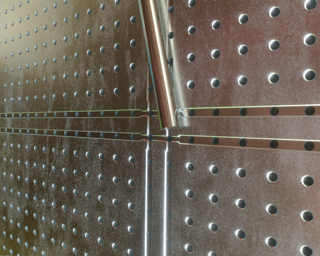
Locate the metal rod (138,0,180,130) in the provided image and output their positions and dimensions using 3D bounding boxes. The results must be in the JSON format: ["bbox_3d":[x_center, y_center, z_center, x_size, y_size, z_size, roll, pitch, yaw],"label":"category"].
[{"bbox_3d":[-0.012,-0.146,0.420,0.025,0.025,0.299,-17,80,39],"label":"metal rod"}]
